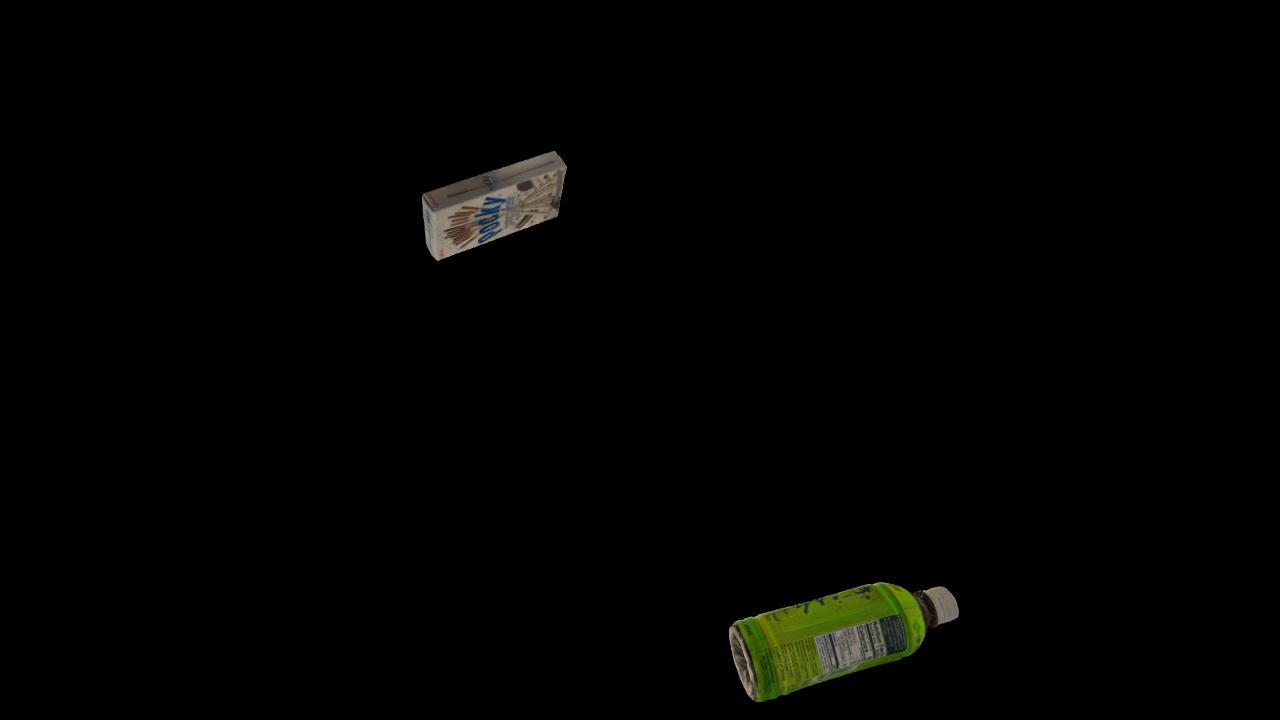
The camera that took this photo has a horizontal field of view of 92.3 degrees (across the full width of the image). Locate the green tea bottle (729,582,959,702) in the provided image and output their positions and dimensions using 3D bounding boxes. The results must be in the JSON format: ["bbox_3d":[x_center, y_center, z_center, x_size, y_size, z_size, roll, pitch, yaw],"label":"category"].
[{"bbox_3d":[0.192,0.252,0.568,0.212,0.073,0.073,-10,1,-8],"label":"green tea bottle"}]

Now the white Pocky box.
[{"bbox_3d":[-0.153,-0.164,0.654,0.154,0.028,0.084,-28,-16,-26],"label":"white Pocky box"}]
